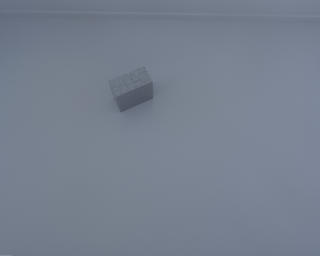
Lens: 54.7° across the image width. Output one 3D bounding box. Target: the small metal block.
[{"bbox_3d":[-0.037,-0.051,0.414,0.050,0.050,0.025,-25,72,-9],"label":"small metal block"}]
